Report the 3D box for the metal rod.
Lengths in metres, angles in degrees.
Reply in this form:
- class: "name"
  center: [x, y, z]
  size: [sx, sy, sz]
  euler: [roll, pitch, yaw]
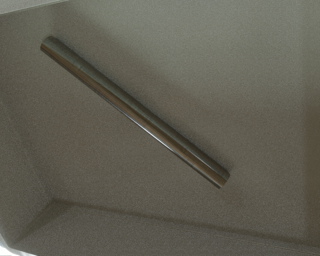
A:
- class: "metal rod"
  center: [-0.034, -0.022, 0.413]
  size: [0.300, 0.025, 0.025]
  euler: [38, 129, 2]
